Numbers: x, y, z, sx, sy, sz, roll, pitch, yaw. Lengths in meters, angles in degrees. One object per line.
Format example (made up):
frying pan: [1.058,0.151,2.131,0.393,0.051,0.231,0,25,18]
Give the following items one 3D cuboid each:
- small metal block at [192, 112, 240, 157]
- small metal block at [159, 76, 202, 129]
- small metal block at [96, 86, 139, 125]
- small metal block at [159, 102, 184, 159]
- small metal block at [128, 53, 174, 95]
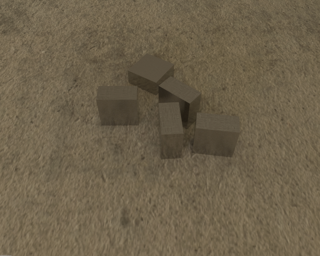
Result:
small metal block: [0.067,0.009,0.380,0.050,0.050,0.025,6,50,4]
small metal block: [0.025,-0.034,0.416,0.050,0.050,0.025,33,57,24]
small metal block: [-0.054,-0.029,0.411,0.050,0.050,0.025,0,50,-1]
small metal block: [0.012,0.004,0.384,0.025,0.050,0.050,-3,50,-3]
small metal block: [-0.013,-0.083,0.473,0.050,0.025,0.050,26,55,20]
